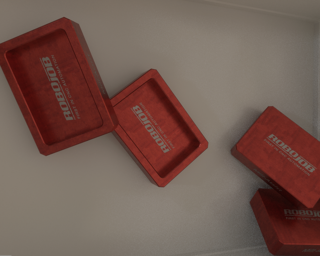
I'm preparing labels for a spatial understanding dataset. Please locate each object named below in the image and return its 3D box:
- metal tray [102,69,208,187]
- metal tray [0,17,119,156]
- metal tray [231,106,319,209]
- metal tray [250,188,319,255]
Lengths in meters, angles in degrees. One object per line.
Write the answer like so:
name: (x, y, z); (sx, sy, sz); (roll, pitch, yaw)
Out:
metal tray: (-0.008, 0.000, 0.405); (0.090, 0.030, 0.130); (-40, 103, -16)
metal tray: (-0.113, -0.044, 0.347); (0.090, 0.030, 0.129); (-20, 98, 6)
metal tray: (0.182, 0.041, 0.448); (0.130, 0.030, 0.090); (40, 75, 10)
metal tray: (0.207, 0.135, 0.447); (0.131, 0.090, 0.030); (6, 129, -13)
